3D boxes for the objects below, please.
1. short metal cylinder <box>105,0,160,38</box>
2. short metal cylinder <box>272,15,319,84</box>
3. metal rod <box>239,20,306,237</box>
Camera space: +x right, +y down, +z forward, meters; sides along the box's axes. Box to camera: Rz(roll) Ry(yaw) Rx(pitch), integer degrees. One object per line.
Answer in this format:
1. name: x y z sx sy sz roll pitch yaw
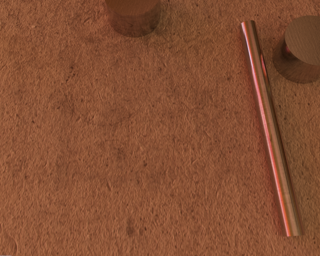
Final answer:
1. short metal cylinder: -0.039 -0.184 0.462 0.081 0.050 0.080 0 70 0
2. short metal cylinder: 0.207 -0.110 0.436 0.081 0.050 0.080 0 70 0
3. metal rod: 0.144 -0.014 0.414 0.025 0.025 0.299 -5 70 -2
